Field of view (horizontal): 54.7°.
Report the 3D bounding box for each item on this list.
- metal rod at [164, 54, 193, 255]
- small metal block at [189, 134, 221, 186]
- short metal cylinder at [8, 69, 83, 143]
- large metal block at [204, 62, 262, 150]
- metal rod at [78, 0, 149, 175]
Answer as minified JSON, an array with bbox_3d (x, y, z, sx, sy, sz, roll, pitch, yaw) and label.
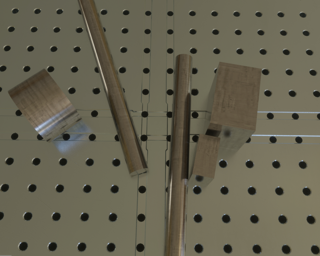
[{"bbox_3d":[0.025,0.040,0.397,0.025,0.025,0.299,4,70,1],"label":"metal rod"},{"bbox_3d":[0.054,0.040,0.384,0.025,0.050,0.050,12,71,4],"label":"small metal block"},{"bbox_3d":[-0.143,-0.028,0.392,0.050,0.080,0.080,-37,74,-12],"label":"short metal cylinder"},{"bbox_3d":[0.088,-0.025,0.392,0.050,0.080,0.080,11,70,4],"label":"large metal block"},{"bbox_3d":[-0.073,-0.078,0.439,0.025,0.025,0.299,-17,71,-6],"label":"metal rod"}]
